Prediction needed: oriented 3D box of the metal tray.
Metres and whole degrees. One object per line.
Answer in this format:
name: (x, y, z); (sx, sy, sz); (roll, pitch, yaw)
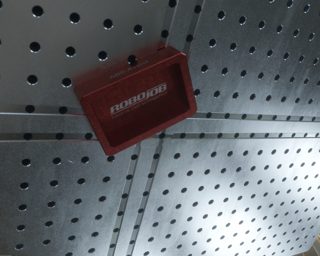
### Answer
metal tray: (-0.024, -0.032, 0.376); (0.131, 0.030, 0.090); (-27, 128, -12)
